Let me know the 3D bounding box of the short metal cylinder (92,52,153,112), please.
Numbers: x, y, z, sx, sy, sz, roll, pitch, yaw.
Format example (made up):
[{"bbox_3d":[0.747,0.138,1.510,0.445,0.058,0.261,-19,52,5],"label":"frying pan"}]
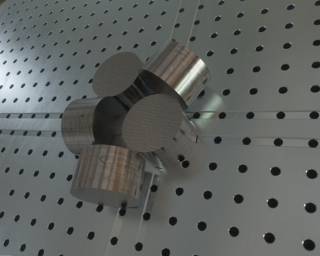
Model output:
[{"bbox_3d":[-0.052,-0.065,0.459,0.080,0.050,0.080,-14,56,22],"label":"short metal cylinder"}]

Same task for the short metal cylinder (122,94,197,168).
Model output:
[{"bbox_3d":[0.000,0.004,0.390,0.080,0.050,0.080,-13,57,21],"label":"short metal cylinder"}]

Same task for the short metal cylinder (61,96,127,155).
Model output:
[{"bbox_3d":[-0.086,-0.001,0.420,0.050,0.080,0.080,-2,61,27],"label":"short metal cylinder"}]

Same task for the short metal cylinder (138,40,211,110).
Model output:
[{"bbox_3d":[0.019,-0.068,0.405,0.080,0.080,0.050,32,79,38],"label":"short metal cylinder"}]

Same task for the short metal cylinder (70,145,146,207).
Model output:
[{"bbox_3d":[-0.060,0.059,0.367,0.080,0.080,0.050,-6,60,25],"label":"short metal cylinder"}]
